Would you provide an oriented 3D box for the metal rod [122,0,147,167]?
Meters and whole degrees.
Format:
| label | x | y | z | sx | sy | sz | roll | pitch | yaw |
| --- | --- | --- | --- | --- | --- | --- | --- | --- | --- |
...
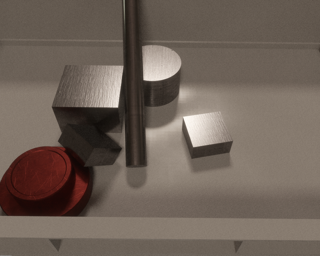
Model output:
| label | x | y | z | sx | sy | sz | roll | pitch | yaw |
| --- | --- | --- | --- | --- | --- | --- | --- | --- | --- |
| metal rod | -0.036 | -0.099 | 0.406 | 0.025 | 0.025 | 0.299 | -2 | 76 | -3 |

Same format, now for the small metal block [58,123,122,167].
| label | x | y | z | sx | sy | sz | roll | pitch | yaw |
| --- | --- | --- | --- | --- | --- | --- | --- | --- | --- |
| small metal block | -0.083 | 0.020 | 0.369 | 0.050 | 0.025 | 0.050 | 37 | 14 | 26 |

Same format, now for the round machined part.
| label | x | y | z | sx | sy | sz | roll | pitch | yaw |
| --- | --- | --- | --- | --- | --- | --- | --- | --- | --- |
| round machined part | -0.128 | 0.059 | 0.343 | 0.099 | 0.042 | 0.098 | 0 | 50 | 0 |

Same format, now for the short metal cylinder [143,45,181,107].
| label | x | y | z | sx | sy | sz | roll | pitch | yaw |
| --- | --- | --- | --- | --- | --- | --- | --- | --- | --- |
| short metal cylinder | -0.010 | -0.077 | 0.453 | 0.081 | 0.050 | 0.080 | 0 | 50 | 0 |

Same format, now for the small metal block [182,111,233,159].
| label | x | y | z | sx | sy | sz | roll | pitch | yaw |
| --- | --- | --- | --- | --- | --- | --- | --- | --- | --- |
| small metal block | 0.060 | 0.009 | 0.399 | 0.050 | 0.025 | 0.050 | -9 | 51 | -8 |

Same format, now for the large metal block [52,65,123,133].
| label | x | y | z | sx | sy | sz | roll | pitch | yaw |
| --- | --- | --- | --- | --- | --- | --- | --- | --- | --- |
| large metal block | -0.091 | -0.040 | 0.421 | 0.081 | 0.050 | 0.080 | 1 | 50 | 0 |
